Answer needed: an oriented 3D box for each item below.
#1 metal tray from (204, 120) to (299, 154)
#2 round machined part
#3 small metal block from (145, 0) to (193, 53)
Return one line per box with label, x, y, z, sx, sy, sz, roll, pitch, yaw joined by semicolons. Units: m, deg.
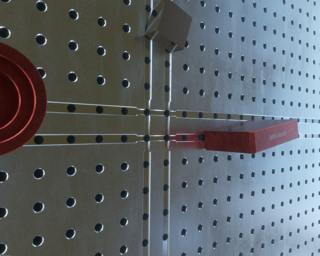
metal tray;0.144;0.010;0.487;0.131;0.090;0.030;-11;98;-40
round machined part;-0.154;-0.024;0.269;0.099;0.042;0.097;0;90;-40
small metal block;0.013;-0.138;0.419;0.050;0.025;0.050;25;74;-37
